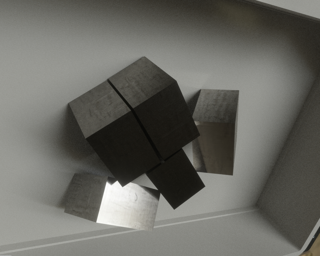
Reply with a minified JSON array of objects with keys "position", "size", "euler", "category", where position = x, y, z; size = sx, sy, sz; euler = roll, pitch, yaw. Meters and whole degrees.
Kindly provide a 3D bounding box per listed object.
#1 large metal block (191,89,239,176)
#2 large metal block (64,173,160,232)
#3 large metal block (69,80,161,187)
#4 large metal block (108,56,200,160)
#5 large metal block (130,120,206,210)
[{"position":[0.075,0.003,0.408],"size":[0.050,0.080,0.079],"euler":[4,126,15],"category":"large metal block"},{"position":[-0.059,0.092,0.389],"size":[0.080,0.080,0.050],"euler":[24,71,-37],"category":"large metal block"},{"position":[-0.051,0.005,0.348],"size":[0.050,0.080,0.080],"euler":[-33,129,-7],"category":"large metal block"},{"position":[-0.007,-0.024,0.354],"size":[0.050,0.080,0.080],"euler":[-34,129,-7],"category":"large metal block"},{"position":[0.005,0.045,0.403],"size":[0.050,0.080,0.080],"euler":[-36,130,-5],"category":"large metal block"}]
